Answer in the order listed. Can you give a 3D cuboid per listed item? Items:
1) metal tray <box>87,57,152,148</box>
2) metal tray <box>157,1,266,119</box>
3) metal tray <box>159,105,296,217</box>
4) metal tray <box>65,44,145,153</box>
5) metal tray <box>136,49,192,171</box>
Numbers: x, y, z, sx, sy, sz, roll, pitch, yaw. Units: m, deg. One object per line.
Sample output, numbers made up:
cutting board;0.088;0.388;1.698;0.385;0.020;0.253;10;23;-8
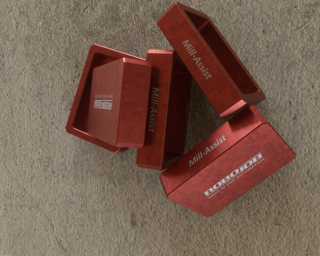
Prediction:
metal tray;-0.053;-0.030;0.368;0.130;0.030;0.089;11;95;64
metal tray;0.061;-0.076;0.351;0.030;0.091;0.130;-38;78;30
metal tray;0.076;0.043;0.348;0.130;0.090;0.030;-40;43;15
metal tray;-0.070;-0.041;0.431;0.090;0.030;0.129;21;97;18
metal tray;0.009;-0.020;0.372;0.030;0.090;0.129;7;93;20
